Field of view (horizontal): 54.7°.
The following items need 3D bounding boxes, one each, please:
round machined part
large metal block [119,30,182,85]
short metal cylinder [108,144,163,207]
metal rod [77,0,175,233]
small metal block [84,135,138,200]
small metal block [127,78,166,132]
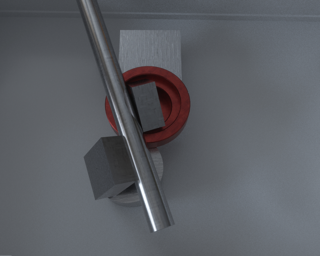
[{"bbox_3d":[-0.014,-0.022,0.376,0.099,0.042,0.098,0,70,-1],"label":"round machined part"},{"bbox_3d":[-0.013,-0.085,0.424,0.081,0.050,0.080,0,70,-1],"label":"large metal block"},{"bbox_3d":[-0.037,0.053,0.376,0.081,0.050,0.080,0,70,0],"label":"short metal cylinder"},{"bbox_3d":[-0.046,-0.036,0.346,0.025,0.025,0.299,-18,71,-7],"label":"metal rod"},{"bbox_3d":[-0.053,0.042,0.324,0.025,0.050,0.050,-5,65,-38],"label":"small metal block"},{"bbox_3d":[-0.017,-0.028,0.354,0.025,0.050,0.050,-16,106,-10],"label":"small metal block"}]
